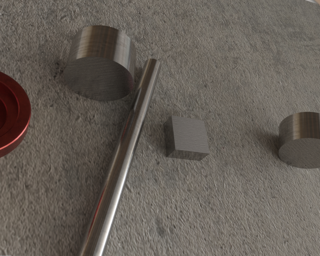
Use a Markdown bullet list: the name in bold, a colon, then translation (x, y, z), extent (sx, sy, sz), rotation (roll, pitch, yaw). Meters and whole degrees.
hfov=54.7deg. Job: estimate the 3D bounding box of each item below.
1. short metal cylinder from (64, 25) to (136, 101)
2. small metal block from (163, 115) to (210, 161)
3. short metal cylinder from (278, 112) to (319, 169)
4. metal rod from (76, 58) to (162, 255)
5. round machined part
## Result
- **short metal cylinder**: translation (-0.071, -0.076, 0.377), extent (0.081, 0.080, 0.050), rotation (15, 56, -20)
- **small metal block**: translation (0.035, 0.014, 0.414), extent (0.050, 0.025, 0.050), rotation (9, 58, -24)
- **short metal cylinder**: translation (0.226, 0.020, 0.478), extent (0.080, 0.080, 0.050), rotation (26, 53, -12)
- **metal rod**: translation (-0.041, 0.025, 0.366), extent (0.025, 0.025, 0.300), rotation (25, 53, -13)
- **round machined part**: translation (-0.181, -0.010, 0.301), extent (0.099, 0.042, 0.098), rotation (14, 56, -21)
